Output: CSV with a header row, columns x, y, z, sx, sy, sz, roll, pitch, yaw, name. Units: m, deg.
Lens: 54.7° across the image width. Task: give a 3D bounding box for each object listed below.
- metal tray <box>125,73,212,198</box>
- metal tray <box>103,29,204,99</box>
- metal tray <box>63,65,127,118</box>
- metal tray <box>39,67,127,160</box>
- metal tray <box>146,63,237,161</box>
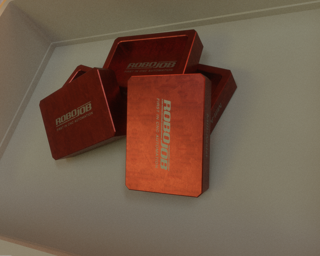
x,y,z,sx,sy,sz,roll,pitch,yaw,name
0.009,0.007,0.349,0.090,0.030,0.129,2,91,22,metal tray
-0.015,-0.084,0.420,0.130,0.030,0.090,4,63,29,metal tray
-0.102,-0.043,0.476,0.130,0.030,0.090,21,73,35,metal tray
-0.106,-0.016,0.420,0.130,0.030,0.090,-21,82,34,metal tray
0.029,-0.023,0.398,0.090,0.030,0.130,21,73,35,metal tray
